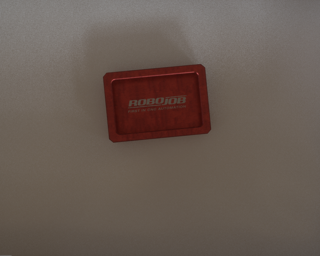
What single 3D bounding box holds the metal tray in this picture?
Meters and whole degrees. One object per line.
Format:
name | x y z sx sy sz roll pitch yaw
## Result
metal tray | -0.004 -0.032 0.408 0.131 0.030 0.089 -5 90 -1
